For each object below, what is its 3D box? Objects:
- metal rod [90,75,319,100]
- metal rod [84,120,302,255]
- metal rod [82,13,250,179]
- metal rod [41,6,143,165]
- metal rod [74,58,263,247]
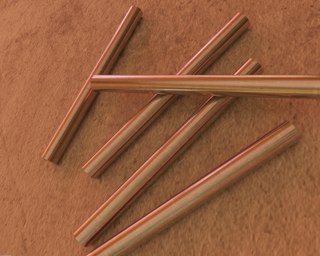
[{"bbox_3d":[0.036,-0.053,0.383,0.300,0.025,0.025,6,65,30],"label":"metal rod"},{"bbox_3d":[0.018,0.087,0.339,0.300,0.025,0.025,-35,52,4],"label":"metal rod"},{"bbox_3d":[0.011,-0.046,0.424,0.300,0.025,0.025,-45,51,-4],"label":"metal rod"},{"bbox_3d":[-0.103,-0.079,0.504,0.025,0.025,0.300,13,68,33],"label":"metal rod"},{"bbox_3d":[0.013,0.027,0.379,0.300,0.025,0.025,-45,51,-4],"label":"metal rod"}]
